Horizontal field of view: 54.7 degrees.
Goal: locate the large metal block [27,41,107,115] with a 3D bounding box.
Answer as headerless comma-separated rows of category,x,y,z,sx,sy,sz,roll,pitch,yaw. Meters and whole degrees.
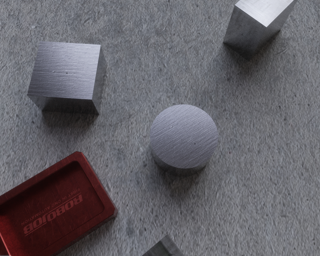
large metal block,-0.121,-0.067,0.418,0.080,0.050,0.080,4,70,1

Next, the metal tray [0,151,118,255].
metal tray,-0.128,0.099,0.368,0.131,0.030,0.090,-31,73,-11

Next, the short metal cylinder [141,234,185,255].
short metal cylinder,-0.007,0.157,0.322,0.080,0.080,0.050,-37,74,-12

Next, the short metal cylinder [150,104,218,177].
short metal cylinder,0.028,0.017,0.389,0.081,0.050,0.080,0,70,0

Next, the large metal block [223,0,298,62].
large metal block,0.141,-0.155,0.437,0.050,0.080,0.080,42,75,13
